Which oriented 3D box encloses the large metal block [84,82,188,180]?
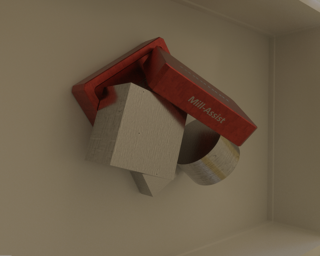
[{"bbox_3d":[-0.023,0.006,0.329,0.080,0.050,0.080,21,77,-38],"label":"large metal block"}]

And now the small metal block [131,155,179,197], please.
[{"bbox_3d":[-0.009,0.052,0.399,0.050,0.025,0.050,-36,112,-34],"label":"small metal block"}]

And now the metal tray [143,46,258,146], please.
[{"bbox_3d":[0.044,-0.039,0.363,0.131,0.090,0.030,31,108,-21],"label":"metal tray"}]

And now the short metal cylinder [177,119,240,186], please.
[{"bbox_3d":[0.061,0.031,0.423,0.050,0.080,0.080,47,62,-30],"label":"short metal cylinder"}]

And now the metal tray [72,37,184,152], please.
[{"bbox_3d":[-0.029,-0.043,0.378,0.131,0.030,0.090,-41,115,-32],"label":"metal tray"}]
